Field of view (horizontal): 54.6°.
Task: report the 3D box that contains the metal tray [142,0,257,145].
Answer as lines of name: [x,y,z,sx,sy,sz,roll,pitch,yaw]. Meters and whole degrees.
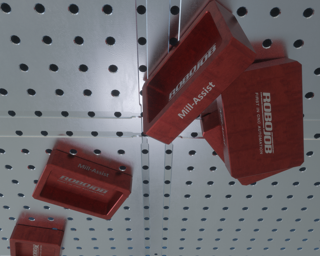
metal tray: [0.030,-0.055,0.320,0.030,0.090,0.129,26,125,-26]

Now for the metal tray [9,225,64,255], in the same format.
metal tray: [-0.243,0.244,0.613,0.091,0.030,0.129,12,129,-10]

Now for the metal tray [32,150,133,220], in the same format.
metal tray: [-0.120,0.093,0.485,0.131,0.030,0.090,23,127,-19]

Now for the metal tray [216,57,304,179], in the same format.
metal tray: [0.119,-0.010,0.367,0.090,0.030,0.129,-12,111,0]

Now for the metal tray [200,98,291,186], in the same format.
metal tray: [0.126,0.019,0.426,0.090,0.030,0.130,-28,125,21]
